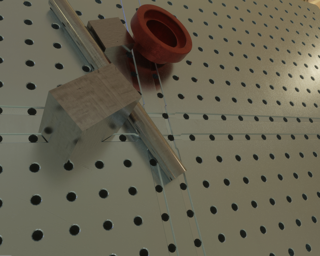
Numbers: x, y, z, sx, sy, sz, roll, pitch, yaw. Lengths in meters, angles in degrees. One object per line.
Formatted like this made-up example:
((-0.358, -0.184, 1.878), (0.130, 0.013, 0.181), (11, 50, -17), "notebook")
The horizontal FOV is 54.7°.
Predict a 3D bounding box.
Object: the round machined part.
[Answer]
((-0.002, -0.137, 0.473), (0.099, 0.042, 0.098), (22, 47, -26), "round machined part")

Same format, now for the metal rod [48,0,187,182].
((-0.061, -0.061, 0.411), (0.025, 0.025, 0.299), (-27, 77, -37), "metal rod")

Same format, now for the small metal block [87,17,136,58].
((-0.073, -0.130, 0.449), (0.050, 0.025, 0.050), (-23, 74, -36), "small metal block")

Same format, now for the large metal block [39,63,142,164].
((-0.078, -0.015, 0.340), (0.050, 0.080, 0.081), (49, 51, 6), "large metal block")
